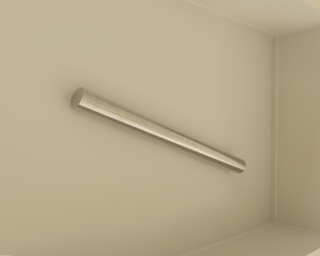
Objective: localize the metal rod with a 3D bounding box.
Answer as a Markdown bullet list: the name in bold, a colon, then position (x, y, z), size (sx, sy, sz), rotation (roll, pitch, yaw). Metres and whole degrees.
- **metal rod**: position (0.021, 0.016, 0.421), size (0.302, 0.025, 0.025), rotation (23, 75, -37)
